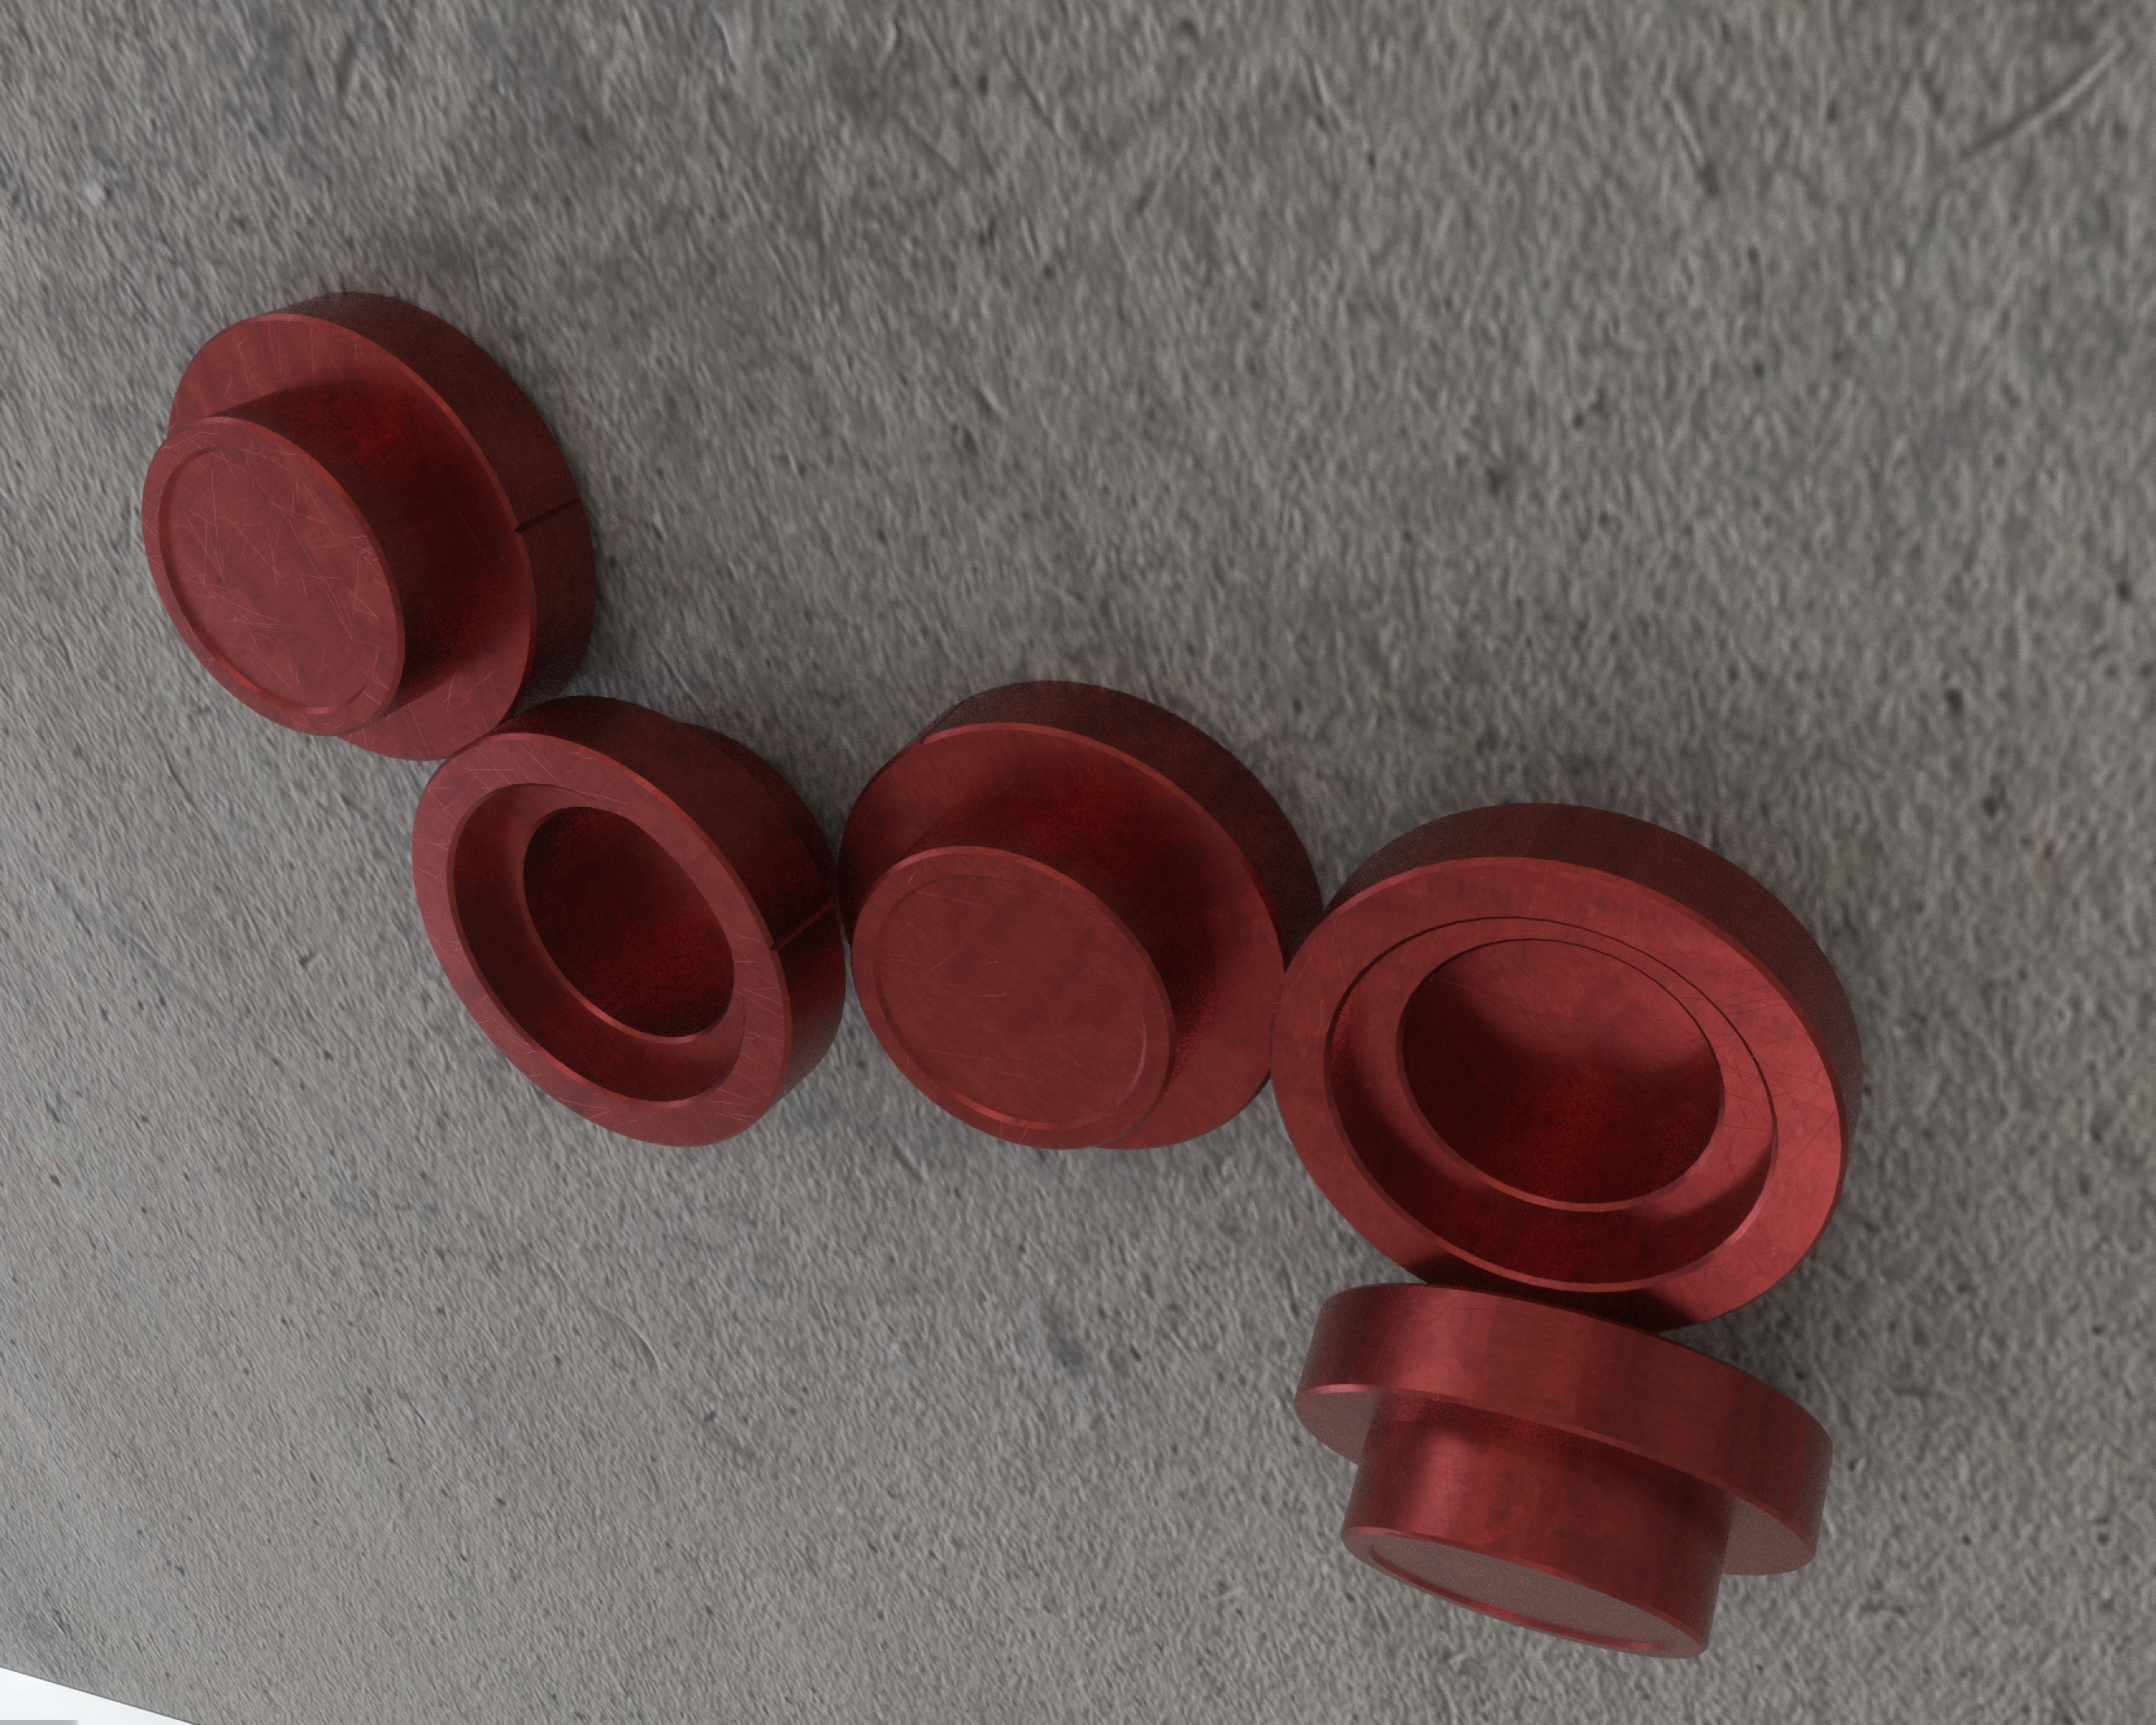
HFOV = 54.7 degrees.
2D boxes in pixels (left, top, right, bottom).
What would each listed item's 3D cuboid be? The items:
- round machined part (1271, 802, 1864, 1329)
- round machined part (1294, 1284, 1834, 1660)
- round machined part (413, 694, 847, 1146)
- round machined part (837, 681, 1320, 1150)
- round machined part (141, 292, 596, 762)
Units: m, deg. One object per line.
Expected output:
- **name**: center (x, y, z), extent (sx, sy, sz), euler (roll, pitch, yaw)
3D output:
- **round machined part**: center (0.087, 0.032, 0.370), extent (0.098, 0.042, 0.097), euler (13, 124, 21)
- **round machined part**: center (0.088, 0.118, 0.395), extent (0.098, 0.042, 0.098), euler (16, 156, 8)
- **round machined part**: center (-0.090, 0.009, 0.446), extent (0.098, 0.042, 0.097), euler (15, 124, 24)
- **round machined part**: center (-0.005, 0.017, 0.409), extent (0.098, 0.042, 0.097), euler (13, 124, 20)
- **round machined part**: center (-0.153, -0.065, 0.434), extent (0.098, 0.042, 0.097), euler (14, 122, 23)
